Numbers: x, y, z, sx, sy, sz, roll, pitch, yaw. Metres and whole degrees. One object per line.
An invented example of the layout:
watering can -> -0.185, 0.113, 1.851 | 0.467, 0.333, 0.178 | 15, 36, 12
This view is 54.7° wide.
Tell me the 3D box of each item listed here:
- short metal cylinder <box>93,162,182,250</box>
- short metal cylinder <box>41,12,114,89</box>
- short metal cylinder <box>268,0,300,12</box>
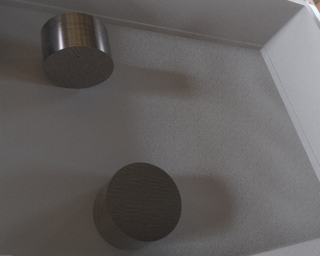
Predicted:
short metal cylinder -> -0.025, 0.083, 0.327 | 0.081, 0.050, 0.080 | 14, 56, -21
short metal cylinder -> -0.099, -0.091, 0.373 | 0.081, 0.080, 0.050 | 1, 62, -28
short metal cylinder -> 0.311, -0.336, 0.769 | 0.081, 0.050, 0.080 | 14, 56, -21
